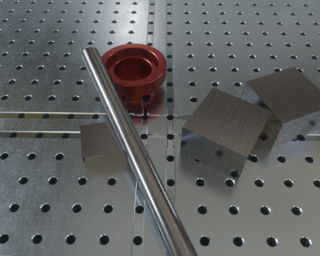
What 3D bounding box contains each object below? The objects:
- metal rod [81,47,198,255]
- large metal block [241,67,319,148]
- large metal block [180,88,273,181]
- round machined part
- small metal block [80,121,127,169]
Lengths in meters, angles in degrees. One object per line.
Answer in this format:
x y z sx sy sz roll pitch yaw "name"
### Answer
-0.036 0.014 0.365 0.025 0.025 0.299 -20 62 -16 "metal rod"
0.166 -0.030 0.417 0.081 0.050 0.080 -18 53 -15 "large metal block"
0.082 0.005 0.387 0.080 0.050 0.080 26 55 20 "large metal block"
-0.040 -0.081 0.464 0.099 0.042 0.098 0 50 0 "round machined part"
-0.072 0.020 0.390 0.050 0.025 0.050 -9 51 -8 "small metal block"
